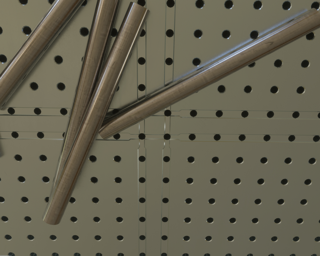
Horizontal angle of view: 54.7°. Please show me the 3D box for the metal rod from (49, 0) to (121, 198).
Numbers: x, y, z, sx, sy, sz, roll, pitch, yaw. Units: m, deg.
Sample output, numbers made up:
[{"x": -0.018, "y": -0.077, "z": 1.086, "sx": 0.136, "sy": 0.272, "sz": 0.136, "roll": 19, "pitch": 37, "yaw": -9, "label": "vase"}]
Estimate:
[{"x": -0.101, "y": -0.029, "z": 0.401, "sx": 0.025, "sy": 0.025, "sz": 0.298, "roll": 17, "pitch": 109, "yaw": -7, "label": "metal rod"}]

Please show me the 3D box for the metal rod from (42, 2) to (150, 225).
[{"x": -0.085, "y": -0.009, "z": 0.390, "sx": 0.025, "sy": 0.025, "sz": 0.298, "roll": 23, "pitch": 101, "yaw": -9, "label": "metal rod"}]

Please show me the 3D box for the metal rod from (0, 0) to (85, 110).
[{"x": -0.124, "y": -0.127, "z": 0.364, "sx": 0.025, "sy": 0.025, "sz": 0.299, "roll": 41, "pitch": 105, "yaw": -14, "label": "metal rod"}]

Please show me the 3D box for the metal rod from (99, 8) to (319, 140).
[{"x": 0.054, "y": -0.063, "z": 0.390, "sx": 0.301, "sy": 0.025, "sz": 0.025, "roll": -27, "pitch": 108, "yaw": 9, "label": "metal rod"}]
